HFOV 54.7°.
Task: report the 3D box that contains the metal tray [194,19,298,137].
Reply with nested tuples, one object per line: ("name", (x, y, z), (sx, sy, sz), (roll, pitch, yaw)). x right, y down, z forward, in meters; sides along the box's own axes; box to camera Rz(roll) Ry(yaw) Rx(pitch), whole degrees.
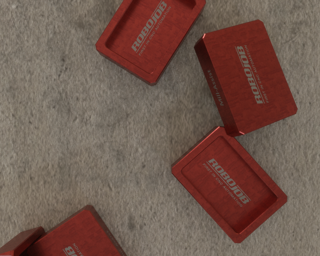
("metal tray", (0.109, -0.063, 0.393), (0.091, 0.030, 0.129), (-20, 87, -18))

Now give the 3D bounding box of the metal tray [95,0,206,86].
("metal tray", (-0.012, -0.133, 0.407), (0.090, 0.030, 0.130), (32, 90, -1))

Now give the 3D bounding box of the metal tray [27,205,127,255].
("metal tray", (-0.094, 0.179, 0.400), (0.090, 0.030, 0.130), (-34, 92, -6))

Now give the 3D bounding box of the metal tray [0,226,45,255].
("metal tray", (-0.154, 0.198, 0.375), (0.030, 0.090, 0.129), (-17, 90, 0))

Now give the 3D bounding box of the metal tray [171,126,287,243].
("metal tray", (0.089, 0.072, 0.408), (0.090, 0.030, 0.130), (-42, 91, 0))
